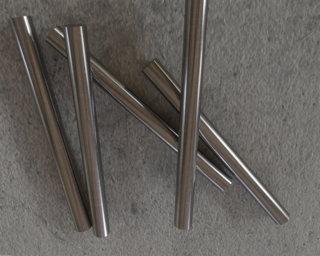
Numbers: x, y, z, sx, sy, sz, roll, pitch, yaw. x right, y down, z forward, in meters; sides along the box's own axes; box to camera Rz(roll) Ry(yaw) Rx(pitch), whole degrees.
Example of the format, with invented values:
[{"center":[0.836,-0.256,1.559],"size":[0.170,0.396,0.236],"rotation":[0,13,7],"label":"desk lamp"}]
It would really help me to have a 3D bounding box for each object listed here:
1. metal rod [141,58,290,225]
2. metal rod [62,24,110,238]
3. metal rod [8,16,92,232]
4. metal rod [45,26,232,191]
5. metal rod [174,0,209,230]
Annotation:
[{"center":[0.084,0.028,0.421],"size":[0.025,0.025,0.300],"rotation":[-39,106,13],"label":"metal rod"},{"center":[-0.090,0.023,0.400],"size":[0.025,0.025,0.298],"rotation":[-1,116,0],"label":"metal rod"},{"center":[-0.138,0.009,0.411],"size":[0.025,0.025,0.298],"rotation":[-9,110,3],"label":"metal rod"},{"center":[-0.017,-0.016,0.403],"size":[0.300,0.025,0.025],"rotation":[41,105,-14],"label":"metal rod"},{"center":[0.036,-0.006,0.380],"size":[0.025,0.025,0.298],"rotation":[1,110,-1],"label":"metal rod"}]
